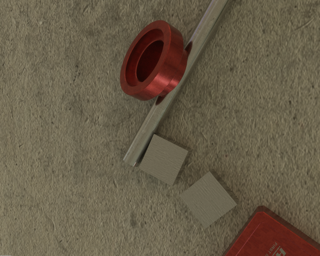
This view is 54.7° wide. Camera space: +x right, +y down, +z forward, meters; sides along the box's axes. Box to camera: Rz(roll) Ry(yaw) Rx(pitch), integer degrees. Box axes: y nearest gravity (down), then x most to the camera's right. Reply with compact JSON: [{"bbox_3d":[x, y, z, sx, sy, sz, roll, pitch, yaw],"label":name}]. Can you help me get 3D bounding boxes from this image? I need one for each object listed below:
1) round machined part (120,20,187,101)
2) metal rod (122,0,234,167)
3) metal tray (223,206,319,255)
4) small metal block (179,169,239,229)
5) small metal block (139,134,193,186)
[{"bbox_3d":[-0.004,-0.079,0.384,0.098,0.042,0.098,-29,50,42],"label":"round machined part"},{"bbox_3d":[0.033,-0.082,0.396,0.025,0.025,0.299,33,100,16],"label":"metal rod"},{"bbox_3d":[0.120,0.170,0.363,0.090,0.030,0.129,35,101,16],"label":"metal tray"},{"bbox_3d":[0.062,0.087,0.387,0.050,0.025,0.050,-42,77,14],"label":"small metal block"},{"bbox_3d":[0.008,0.040,0.405,0.050,0.025,0.050,26,98,17],"label":"small metal block"}]
